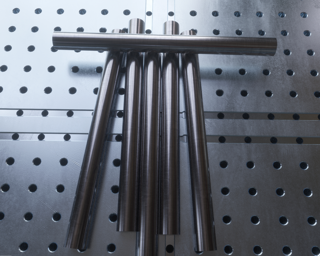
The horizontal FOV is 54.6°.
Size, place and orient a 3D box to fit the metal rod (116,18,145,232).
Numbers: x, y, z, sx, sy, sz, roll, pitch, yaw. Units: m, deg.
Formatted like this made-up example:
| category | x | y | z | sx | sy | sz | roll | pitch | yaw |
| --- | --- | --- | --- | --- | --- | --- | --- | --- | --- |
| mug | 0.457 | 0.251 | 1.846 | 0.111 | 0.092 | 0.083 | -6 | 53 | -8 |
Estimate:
| category | x | y | z | sx | sy | sz | roll | pitch | yaw |
| --- | --- | --- | --- | --- | --- | --- | --- | --- | --- |
| metal rod | -0.037 | -0.018 | 0.418 | 0.025 | 0.025 | 0.299 | 1 | 70 | 0 |

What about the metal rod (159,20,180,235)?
| category | x | y | z | sx | sy | sz | roll | pitch | yaw |
| --- | --- | --- | --- | --- | --- | --- | --- | --- | --- |
| metal rod | 0.014 | -0.014 | 0.418 | 0.025 | 0.025 | 0.299 | 1 | 70 | 0 |

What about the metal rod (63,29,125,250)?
| category | x | y | z | sx | sy | sz | roll | pitch | yaw |
| --- | --- | --- | --- | --- | --- | --- | --- | --- | --- |
| metal rod | -0.080 | 0.000 | 0.410 | 0.025 | 0.025 | 0.299 | 7 | 70 | 2 |

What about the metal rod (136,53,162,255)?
| category | x | y | z | sx | sy | sz | roll | pitch | yaw |
| --- | --- | --- | --- | --- | --- | --- | --- | --- | --- |
| metal rod | -0.013 | 0.035 | 0.399 | 0.025 | 0.025 | 0.299 | 1 | 70 | 0 |

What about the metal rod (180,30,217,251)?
| category | x | y | z | sx | sy | sz | roll | pitch | yaw |
| --- | --- | --- | --- | --- | --- | --- | --- | --- | --- |
| metal rod | 0.048 | 0.002 | 0.412 | 0.025 | 0.025 | 0.299 | -2 | 70 | -1 |

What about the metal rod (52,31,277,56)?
| category | x | y | z | sx | sy | sz | roll | pitch | yaw |
| --- | --- | --- | --- | --- | --- | --- | --- | --- | --- |
| metal rod | 0.006 | -0.116 | 0.428 | 0.302 | 0.025 | 0.025 | 2 | 70 | 0 |
